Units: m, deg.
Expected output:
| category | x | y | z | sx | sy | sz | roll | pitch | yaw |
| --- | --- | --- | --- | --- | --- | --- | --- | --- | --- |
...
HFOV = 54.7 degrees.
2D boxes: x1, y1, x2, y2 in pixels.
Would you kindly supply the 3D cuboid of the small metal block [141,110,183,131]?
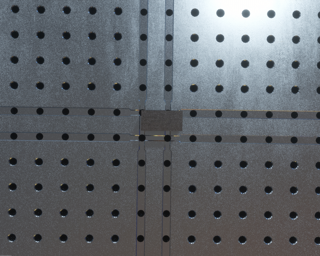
| category | x | y | z | sx | sy | sz | roll | pitch | yaw |
| --- | --- | --- | --- | --- | --- | --- | --- | --- | --- |
| small metal block | 0.002 | -0.009 | 0.401 | 0.050 | 0.050 | 0.025 | 1 | 90 | -1 |
